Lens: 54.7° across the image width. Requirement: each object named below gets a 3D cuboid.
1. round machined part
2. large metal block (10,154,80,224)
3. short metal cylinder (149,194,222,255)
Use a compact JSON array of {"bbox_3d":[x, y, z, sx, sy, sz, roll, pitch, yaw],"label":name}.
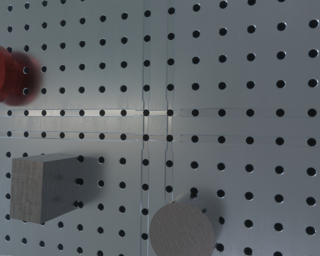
[{"bbox_3d":[-0.270,-0.086,0.499,0.098,0.042,0.097,0,90,20],"label":"round machined part"},{"bbox_3d":[-0.160,0.081,0.440,0.050,0.080,0.079,4,91,20],"label":"large metal block"},{"bbox_3d":[0.033,0.127,0.387,0.080,0.050,0.079,0,90,20],"label":"short metal cylinder"}]
